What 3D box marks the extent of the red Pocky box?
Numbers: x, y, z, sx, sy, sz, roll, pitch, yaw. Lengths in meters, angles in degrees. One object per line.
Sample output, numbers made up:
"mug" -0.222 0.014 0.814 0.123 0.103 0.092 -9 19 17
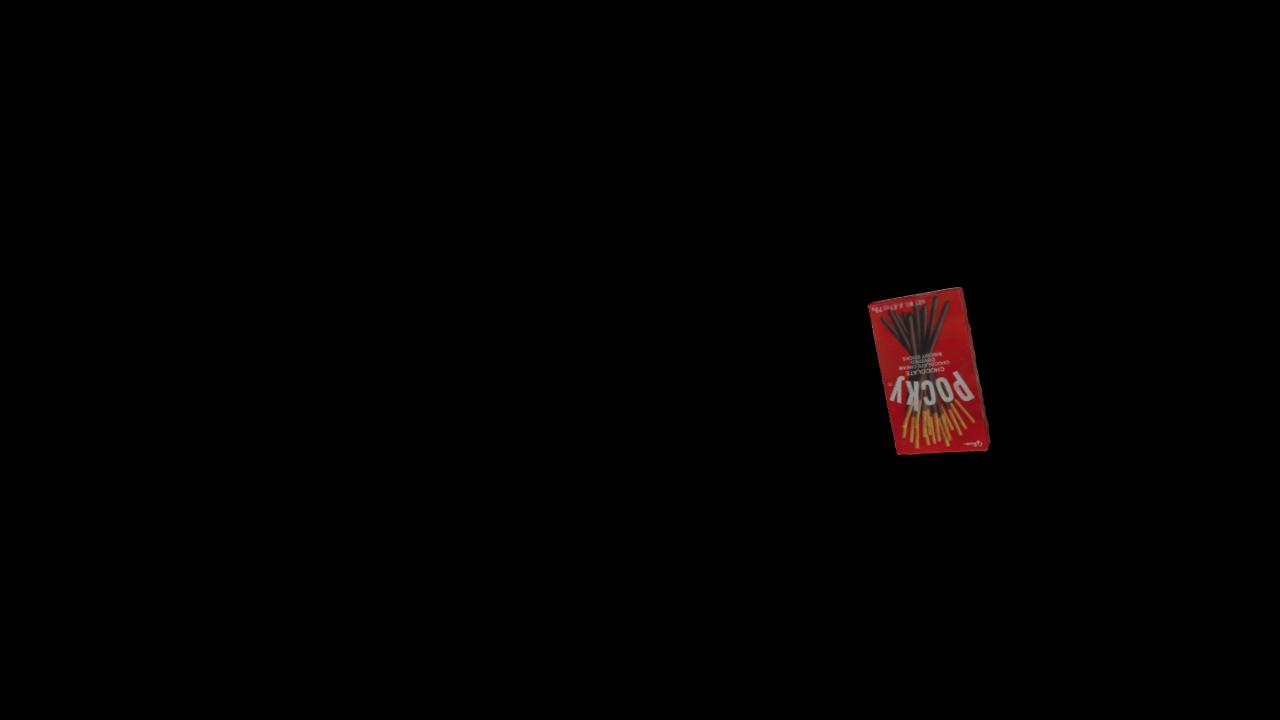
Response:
"red Pocky box" 0.276 0.013 0.587 0.083 0.155 0.028 -10 6 32
